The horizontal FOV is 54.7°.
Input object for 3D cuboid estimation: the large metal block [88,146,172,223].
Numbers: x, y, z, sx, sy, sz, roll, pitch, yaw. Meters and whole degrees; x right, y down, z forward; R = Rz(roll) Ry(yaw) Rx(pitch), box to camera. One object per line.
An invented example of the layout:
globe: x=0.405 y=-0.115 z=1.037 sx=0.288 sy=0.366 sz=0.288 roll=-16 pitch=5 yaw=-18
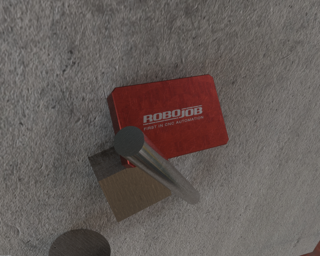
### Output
large metal block: x=-0.038 y=0.065 z=0.410 sx=0.081 sy=0.050 sz=0.080 roll=-25 pitch=128 yaw=-13

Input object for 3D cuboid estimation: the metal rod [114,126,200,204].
metal rod: x=0.015 y=0.062 z=0.374 sx=0.025 sy=0.025 sz=0.300 roll=-40 pitch=154 yaw=-1

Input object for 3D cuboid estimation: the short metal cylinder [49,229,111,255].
short metal cylinder: x=-0.111 y=0.187 z=0.426 sx=0.081 sy=0.080 sz=0.050 roll=-3 pitch=120 yaw=-27

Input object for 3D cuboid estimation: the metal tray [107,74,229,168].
metal tray: x=0.011 y=-0.010 z=0.371 sx=0.131 sy=0.030 sz=0.090 roll=-12 pitch=86 yaw=-22
